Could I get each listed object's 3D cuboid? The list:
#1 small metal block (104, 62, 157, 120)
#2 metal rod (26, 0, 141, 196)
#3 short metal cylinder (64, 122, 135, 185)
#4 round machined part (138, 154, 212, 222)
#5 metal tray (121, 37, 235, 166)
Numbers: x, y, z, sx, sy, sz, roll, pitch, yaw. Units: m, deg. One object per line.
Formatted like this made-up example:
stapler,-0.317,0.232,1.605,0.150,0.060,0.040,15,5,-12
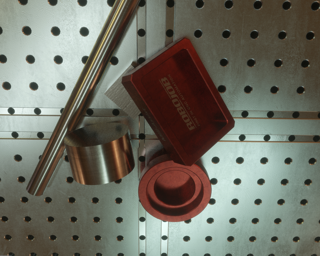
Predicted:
small metal block,-0.034,-0.048,0.395,0.050,0.025,0.050,42,105,-14
metal rod,-0.105,-0.033,0.399,0.025,0.025,0.298,28,107,-10
short metal cylinder,-0.076,0.030,0.394,0.080,0.080,0.050,-7,110,2
round machined part,0.020,0.079,0.434,0.099,0.042,0.097,0,110,-1
metal tray,0.026,-0.030,0.377,0.090,0.030,0.130,-39,109,-20
